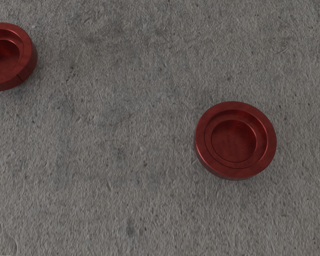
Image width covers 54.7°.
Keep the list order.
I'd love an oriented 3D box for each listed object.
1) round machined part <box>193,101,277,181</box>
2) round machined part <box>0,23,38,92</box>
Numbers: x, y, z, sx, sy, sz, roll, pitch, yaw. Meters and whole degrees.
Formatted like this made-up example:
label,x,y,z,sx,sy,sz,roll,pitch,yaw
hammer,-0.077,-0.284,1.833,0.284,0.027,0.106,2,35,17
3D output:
label,x,y,z,sx,sy,sz,roll,pitch,yaw
round machined part,0.091,0.019,0.393,0.099,0.042,0.098,0,70,0
round machined part,-0.220,-0.094,0.432,0.099,0.042,0.098,0,70,0
